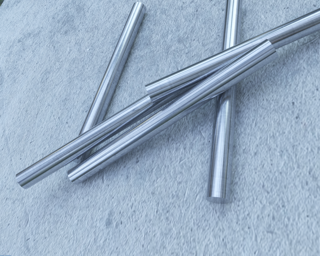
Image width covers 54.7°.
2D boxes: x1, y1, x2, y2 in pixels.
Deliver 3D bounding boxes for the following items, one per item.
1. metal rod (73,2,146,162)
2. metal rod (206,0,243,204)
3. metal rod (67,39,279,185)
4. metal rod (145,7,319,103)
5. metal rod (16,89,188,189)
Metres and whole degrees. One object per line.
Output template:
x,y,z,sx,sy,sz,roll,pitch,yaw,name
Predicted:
-0.077,-0.085,0.496,0.025,0.025,0.300,3,63,29,metal rod
0.085,-0.055,0.393,0.025,0.025,0.300,-4,60,26,metal rod
0.004,-0.012,0.387,0.300,0.025,0.025,-33,51,15,metal rod
0.124,-0.102,0.375,0.301,0.025,0.025,-23,53,4,metal rod
-0.056,-0.008,0.416,0.301,0.025,0.025,-32,51,-1,metal rod
